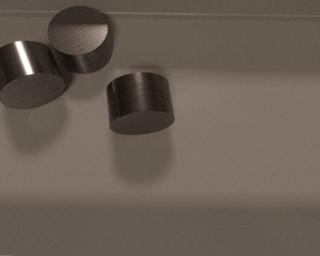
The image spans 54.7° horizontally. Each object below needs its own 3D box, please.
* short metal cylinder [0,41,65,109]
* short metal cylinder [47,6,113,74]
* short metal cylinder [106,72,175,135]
[{"bbox_3d":[-0.172,-0.067,0.403,0.080,0.080,0.050,-23,72,-9],"label":"short metal cylinder"},{"bbox_3d":[-0.111,-0.124,0.440,0.081,0.050,0.080,0,70,0],"label":"short metal cylinder"},{"bbox_3d":[-0.025,-0.028,0.390,0.081,0.080,0.050,-7,71,-3],"label":"short metal cylinder"}]
